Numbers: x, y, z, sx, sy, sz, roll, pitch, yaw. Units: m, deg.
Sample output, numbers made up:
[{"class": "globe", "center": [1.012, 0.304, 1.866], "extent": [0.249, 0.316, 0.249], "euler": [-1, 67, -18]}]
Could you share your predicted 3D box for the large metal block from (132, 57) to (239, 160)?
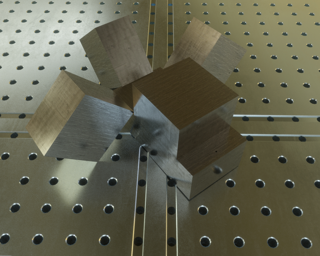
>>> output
[{"class": "large metal block", "center": [0.026, -0.025, 0.346], "extent": [0.080, 0.050, 0.080], "euler": [-29, 57, -24]}]

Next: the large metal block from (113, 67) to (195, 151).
[{"class": "large metal block", "center": [-0.007, -0.026, 0.414], "extent": [0.080, 0.050, 0.080], "euler": [-31, 57, -23]}]

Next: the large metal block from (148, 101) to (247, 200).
[{"class": "large metal block", "center": [0.042, 0.024, 0.371], "extent": [0.080, 0.050, 0.080], "euler": [-29, 55, -23]}]

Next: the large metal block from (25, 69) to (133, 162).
[{"class": "large metal block", "center": [-0.091, -0.010, 0.360], "extent": [0.050, 0.080, 0.080], "euler": [44, 104, 31]}]

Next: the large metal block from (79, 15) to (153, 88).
[{"class": "large metal block", "center": [-0.064, -0.103, 0.438], "extent": [0.050, 0.080, 0.080], "euler": [-31, 17, -23]}]

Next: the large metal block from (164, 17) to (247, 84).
[{"class": "large metal block", "center": [0.063, -0.095, 0.432], "extent": [0.050, 0.080, 0.080], "euler": [44, 23, 31]}]
